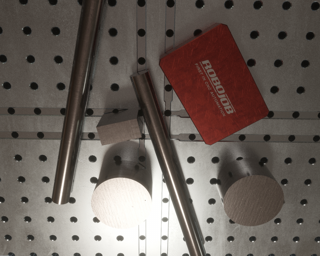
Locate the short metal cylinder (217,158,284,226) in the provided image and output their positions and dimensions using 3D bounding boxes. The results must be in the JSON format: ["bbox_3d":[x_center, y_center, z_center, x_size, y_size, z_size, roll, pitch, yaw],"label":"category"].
[{"bbox_3d":[0.124,0.089,0.435,0.081,0.050,0.079,0,110,-1],"label":"short metal cylinder"}]

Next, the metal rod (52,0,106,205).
[{"bbox_3d":[-0.107,-0.032,0.400,0.025,0.025,0.298,13,109,-5],"label":"metal rod"}]

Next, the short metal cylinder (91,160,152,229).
[{"bbox_3d":[-0.051,0.092,0.433,0.081,0.050,0.079,0,110,-1],"label":"short metal cylinder"}]

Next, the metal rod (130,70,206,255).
[{"bbox_3d":[0.017,0.065,0.437,0.025,0.025,0.298,-16,110,5],"label":"metal rod"}]

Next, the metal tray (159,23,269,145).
[{"bbox_3d":[0.068,-0.053,0.392,0.090,0.030,0.130,-29,108,9],"label":"metal tray"}]

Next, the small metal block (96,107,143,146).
[{"bbox_3d":[-0.050,-0.003,0.398,0.050,0.050,0.025,-12,110,4],"label":"small metal block"}]
